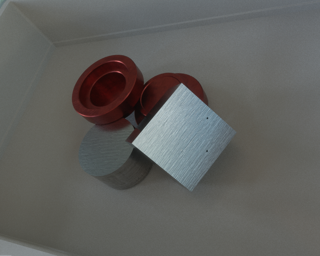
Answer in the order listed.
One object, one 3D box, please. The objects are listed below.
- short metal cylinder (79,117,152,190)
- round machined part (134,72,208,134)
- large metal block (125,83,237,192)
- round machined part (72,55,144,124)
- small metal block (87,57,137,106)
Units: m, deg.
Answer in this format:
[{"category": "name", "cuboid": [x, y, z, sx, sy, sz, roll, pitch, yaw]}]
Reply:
[{"category": "short metal cylinder", "cuboid": [-0.055, 0.032, 0.395, 0.080, 0.050, 0.080, -13, 56, 20]}, {"category": "round machined part", "cuboid": [0.009, -0.033, 0.405, 0.098, 0.042, 0.098, -13, 56, 20]}, {"category": "large metal block", "cuboid": [0.021, 0.010, 0.342, 0.080, 0.080, 0.050, -51, 11, -9]}, {"category": "round machined part", "cuboid": [-0.065, -0.047, 0.417, 0.098, 0.042, 0.098, -13, 56, 20]}, {"category": "small metal block", "cuboid": [-0.071, -0.070, 0.465, 0.050, 0.050, 0.025, -39, 51, 2]}]
